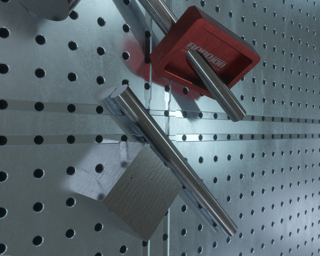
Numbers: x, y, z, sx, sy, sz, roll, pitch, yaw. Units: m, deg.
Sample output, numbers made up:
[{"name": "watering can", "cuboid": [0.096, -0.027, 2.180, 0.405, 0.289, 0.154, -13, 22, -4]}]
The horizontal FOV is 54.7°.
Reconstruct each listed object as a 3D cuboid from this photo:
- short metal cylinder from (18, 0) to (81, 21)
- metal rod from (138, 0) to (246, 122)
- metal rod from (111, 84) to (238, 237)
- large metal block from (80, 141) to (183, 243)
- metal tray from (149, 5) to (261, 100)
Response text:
[{"name": "short metal cylinder", "cuboid": [-0.105, -0.147, 0.285, 0.080, 0.080, 0.050, 42, 65, -32]}, {"name": "metal rod", "cuboid": [0.025, -0.120, 0.407, 0.300, 0.025, 0.025, 47, 62, -22]}, {"name": "metal rod", "cuboid": [0.033, 0.061, 0.436, 0.300, 0.025, 0.025, 52, 60, -27]}, {"name": "large metal block", "cuboid": [-0.031, 0.073, 0.367, 0.080, 0.050, 0.080, 51, 60, -28]}, {"name": "metal tray", "cuboid": [0.063, -0.094, 0.420, 0.131, 0.090, 0.030, 17, 40, -39]}]
